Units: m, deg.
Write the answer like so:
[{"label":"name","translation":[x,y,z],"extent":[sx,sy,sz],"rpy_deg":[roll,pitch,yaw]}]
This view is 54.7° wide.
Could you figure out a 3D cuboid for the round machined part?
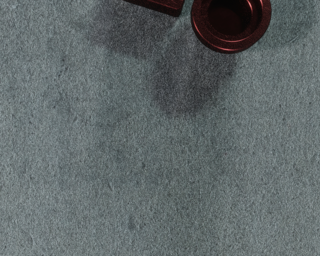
[{"label":"round machined part","translation":[0.089,-0.144,0.403],"extent":[0.099,0.042,0.097],"rpy_deg":[0,90,-1]}]

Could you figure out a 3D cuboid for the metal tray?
[{"label":"metal tray","translation":[0.003,-0.224,0.407],"extent":[0.090,0.030,0.129],"rpy_deg":[18,90,-1]}]
